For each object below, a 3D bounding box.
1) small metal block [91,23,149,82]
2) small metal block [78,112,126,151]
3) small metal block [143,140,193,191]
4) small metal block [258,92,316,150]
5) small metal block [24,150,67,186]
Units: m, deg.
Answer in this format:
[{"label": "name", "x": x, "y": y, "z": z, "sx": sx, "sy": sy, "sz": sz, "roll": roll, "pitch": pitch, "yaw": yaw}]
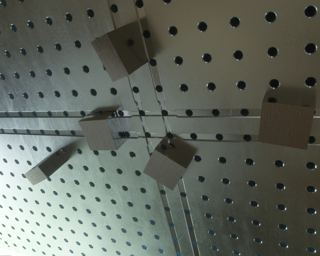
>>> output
[{"label": "small metal block", "x": -0.045, "y": -0.089, "z": 0.363, "sx": 0.025, "sy": 0.050, "sz": 0.050, "roll": -16, "pitch": 110, "yaw": 34}, {"label": "small metal block", "x": -0.085, "y": 0.005, "z": 0.458, "sx": 0.050, "sy": 0.025, "sz": 0.050, "roll": -3, "pitch": 117, "yaw": 29}, {"label": "small metal block", "x": 0.010, "y": 0.053, "z": 0.437, "sx": 0.050, "sy": 0.025, "sz": 0.050, "roll": 31, "pitch": 128, "yaw": 7}, {"label": "small metal block", "x": 0.136, "y": -0.008, "z": 0.334, "sx": 0.050, "sy": 0.025, "sz": 0.050, "roll": 9, "pitch": 123, "yaw": 22}, {"label": "small metal block", "x": -0.199, "y": 0.069, "z": 0.540, "sx": 0.050, "sy": 0.050, "sz": 0.025, "roll": -27, "pitch": 104, "yaw": 37}]
